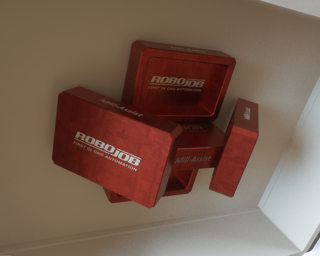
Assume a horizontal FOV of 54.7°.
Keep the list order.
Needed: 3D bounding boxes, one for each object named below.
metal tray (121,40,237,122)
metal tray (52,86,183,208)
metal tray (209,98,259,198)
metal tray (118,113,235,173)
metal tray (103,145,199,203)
[{"bbox_3d":[0.023,-0.053,0.383,0.131,0.030,0.089,-1,119,-29],"label":"metal tray"},{"bbox_3d":[-0.050,0.019,0.331,0.030,0.130,0.089,-40,148,-61],"label":"metal tray"},{"bbox_3d":[0.101,0.020,0.415,0.030,0.130,0.089,19,115,10],"label":"metal tray"},{"bbox_3d":[0.018,0.014,0.383,0.131,0.090,0.030,0,118,-29],"label":"metal tray"},{"bbox_3d":[-0.006,0.053,0.431,0.131,0.030,0.089,0,118,-29],"label":"metal tray"}]
